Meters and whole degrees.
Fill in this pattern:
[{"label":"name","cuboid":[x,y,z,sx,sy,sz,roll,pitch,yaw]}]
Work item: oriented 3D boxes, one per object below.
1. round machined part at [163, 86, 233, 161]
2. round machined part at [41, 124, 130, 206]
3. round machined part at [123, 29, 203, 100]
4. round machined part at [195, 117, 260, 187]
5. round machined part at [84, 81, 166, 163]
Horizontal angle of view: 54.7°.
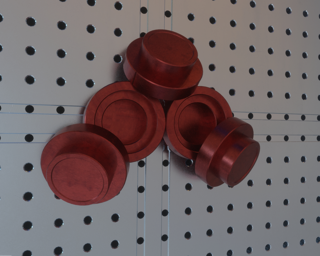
[{"label":"round machined part","cuboid":[0.046,-0.006,0.422,0.099,0.042,0.097,0,90,-21]},{"label":"round machined part","cuboid":[-0.086,0.048,0.348,0.099,0.042,0.097,2,115,4]},{"label":"round machined part","cuboid":[0.007,-0.083,0.380,0.099,0.042,0.098,11,49,-12]},{"label":"round machined part","cuboid":[0.095,0.038,0.412,0.099,0.042,0.097,-29,136,-32]},{"label":"round machined part","cuboid":[-0.046,-0.007,0.386,0.099,0.042,0.097,0,90,-21]}]
